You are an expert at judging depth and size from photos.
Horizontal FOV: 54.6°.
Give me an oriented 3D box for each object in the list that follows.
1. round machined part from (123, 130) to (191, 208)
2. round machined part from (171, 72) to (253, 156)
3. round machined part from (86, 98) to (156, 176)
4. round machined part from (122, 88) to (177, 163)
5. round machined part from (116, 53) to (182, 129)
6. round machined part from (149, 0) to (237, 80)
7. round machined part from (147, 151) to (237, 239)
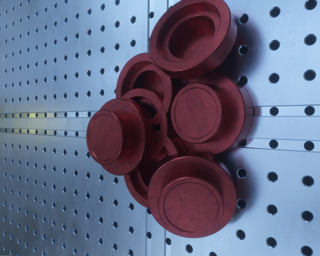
[{"bbox_3d":[0.001,0.051,0.398,0.098,0.042,0.097,0,90,40],"label":"round machined part"},{"bbox_3d":[0.052,-0.016,0.356,0.098,0.042,0.097,0,90,40],"label":"round machined part"},{"bbox_3d":[-0.055,0.011,0.390,0.098,0.042,0.097,0,90,40],"label":"round machined part"},{"bbox_3d":[-0.015,-0.002,0.411,0.098,0.042,0.097,0,90,40],"label":"round machined part"},{"bbox_3d":[-0.010,-0.046,0.408,0.098,0.042,0.097,0,90,40],"label":"round machined part"},{"bbox_3d":[0.040,-0.097,0.352,0.098,0.042,0.098,-14,62,28],"label":"round machined part"},{"bbox_3d":[0.034,0.078,0.339,0.098,0.042,0.097,1,103,7],"label":"round machined part"}]
